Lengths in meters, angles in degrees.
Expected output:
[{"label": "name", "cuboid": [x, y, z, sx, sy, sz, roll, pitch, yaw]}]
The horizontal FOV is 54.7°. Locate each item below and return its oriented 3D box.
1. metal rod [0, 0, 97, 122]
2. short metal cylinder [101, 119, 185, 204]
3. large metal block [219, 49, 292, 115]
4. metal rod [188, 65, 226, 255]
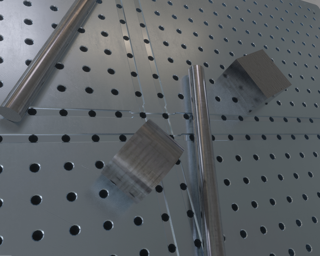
[{"label": "metal rod", "cuboid": [-0.127, -0.131, 0.419, 0.025, 0.025, 0.300, 25, 53, -13]}, {"label": "short metal cylinder", "cuboid": [-0.019, 0.036, 0.341, 0.050, 0.080, 0.080, 42, 51, 0]}, {"label": "large metal block", "cuboid": [0.162, -0.080, 0.528, 0.081, 0.050, 0.080, -26, 76, -37]}, {"label": "metal rod", "cuboid": [0.060, 0.036, 0.418, 0.025, 0.025, 0.299, 13, 56, -22]}]
